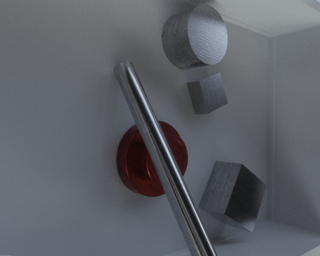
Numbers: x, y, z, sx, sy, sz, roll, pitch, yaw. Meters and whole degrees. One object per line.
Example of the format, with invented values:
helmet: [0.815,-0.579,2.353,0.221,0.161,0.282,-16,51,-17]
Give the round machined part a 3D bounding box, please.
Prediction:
round machined part: [-0.002,0.039,0.396,0.099,0.042,0.097,0,90,-40]

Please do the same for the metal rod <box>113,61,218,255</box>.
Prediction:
metal rod: [0.014,0.060,0.339,0.025,0.025,0.299,-13,73,-40]

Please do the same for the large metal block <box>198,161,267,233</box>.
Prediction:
large metal block: [0.117,0.108,0.492,0.080,0.050,0.080,39,66,-34]

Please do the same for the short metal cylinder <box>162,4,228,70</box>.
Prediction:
short metal cylinder: [0.049,-0.125,0.434,0.081,0.050,0.079,0,90,-40]

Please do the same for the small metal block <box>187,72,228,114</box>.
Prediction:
small metal block: [0.073,-0.053,0.470,0.050,0.025,0.050,-27,107,-37]
